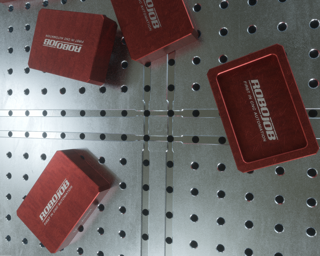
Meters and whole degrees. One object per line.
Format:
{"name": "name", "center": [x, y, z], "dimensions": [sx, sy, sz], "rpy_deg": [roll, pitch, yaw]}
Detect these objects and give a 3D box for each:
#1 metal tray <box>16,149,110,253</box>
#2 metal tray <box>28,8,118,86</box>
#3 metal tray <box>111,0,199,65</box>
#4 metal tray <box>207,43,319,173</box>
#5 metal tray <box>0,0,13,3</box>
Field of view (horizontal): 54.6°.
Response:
{"name": "metal tray", "center": [-0.146, 0.107, 0.462], "dimensions": [0.090, 0.030, 0.130], "rpy_deg": [40, 102, 15]}
{"name": "metal tray", "center": [-0.128, -0.117, 0.444], "dimensions": [0.130, 0.030, 0.090], "rpy_deg": [17, 96, 29]}
{"name": "metal tray", "center": [-0.013, -0.163, 0.415], "dimensions": [0.090, 0.030, 0.130], "rpy_deg": [-22, 83, 18]}
{"name": "metal tray", "center": [0.119, -0.021, 0.367], "dimensions": [0.090, 0.030, 0.129], "rpy_deg": [-19, 84, 19]}
{"name": "metal tray", "center": [-0.217, -0.256, 0.487], "dimensions": [0.130, 0.030, 0.090], "rpy_deg": [-1, 90, 20]}
